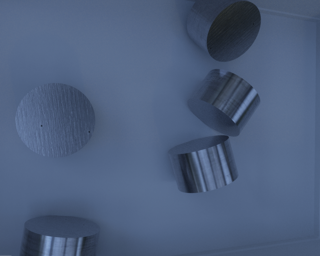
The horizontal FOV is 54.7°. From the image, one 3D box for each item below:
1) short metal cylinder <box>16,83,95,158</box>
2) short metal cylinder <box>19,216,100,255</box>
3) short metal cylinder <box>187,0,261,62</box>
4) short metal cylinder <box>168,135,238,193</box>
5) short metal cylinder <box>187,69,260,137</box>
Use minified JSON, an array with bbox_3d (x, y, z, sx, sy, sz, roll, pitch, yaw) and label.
[{"bbox_3d":[-0.118,-0.008,0.354,0.081,0.050,0.080,0,90,-20],"label":"short metal cylinder"},{"bbox_3d":[-0.110,0.132,0.341,0.081,0.080,0.050,9,87,-20],"label":"short metal cylinder"},{"bbox_3d":[0.083,-0.135,0.407,0.081,0.050,0.079,-18,135,-18],"label":"short metal cylinder"},{"bbox_3d":[0.056,0.045,0.402,0.081,0.080,0.050,-17,96,-19],"label":"short metal cylinder"},{"bbox_3d":[0.084,-0.033,0.412,0.080,0.080,0.050,40,77,-16],"label":"short metal cylinder"}]
